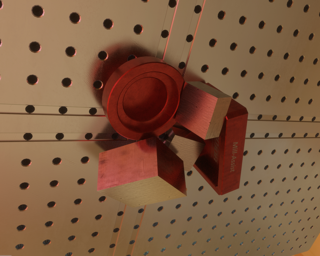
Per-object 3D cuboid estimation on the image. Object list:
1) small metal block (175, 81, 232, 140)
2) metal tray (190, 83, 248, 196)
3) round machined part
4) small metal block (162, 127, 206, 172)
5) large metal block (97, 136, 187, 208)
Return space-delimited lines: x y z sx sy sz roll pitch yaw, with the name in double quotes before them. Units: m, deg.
"small metal block" 0.049 -0.021 0.357 0.025 0.050 0.050 -9 122 -41
"metal tray" 0.073 0.015 0.420 0.030 0.090 0.129 -17 125 -19
"round machined part" -0.021 -0.038 0.366 0.099 0.042 0.097 -14 125 -21
"small metal block" 0.029 0.030 0.441 0.050 0.025 0.050 17 114 -24
"large metal block" -0.021 0.059 0.392 0.080 0.050 0.080 -17 146 21
